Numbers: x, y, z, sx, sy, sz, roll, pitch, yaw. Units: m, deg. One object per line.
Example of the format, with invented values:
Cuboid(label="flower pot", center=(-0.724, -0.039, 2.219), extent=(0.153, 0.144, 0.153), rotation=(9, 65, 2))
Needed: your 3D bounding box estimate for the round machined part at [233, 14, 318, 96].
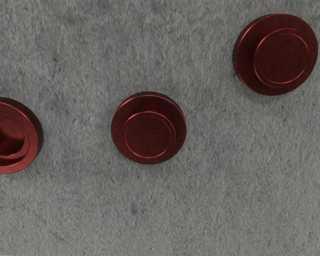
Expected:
Cuboid(label="round machined part", center=(0.141, -0.085, 0.371), extent=(0.099, 0.042, 0.097), rotation=(0, 110, -1))

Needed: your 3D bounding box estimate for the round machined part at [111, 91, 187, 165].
Cuboid(label="round machined part", center=(-0.014, 0.005, 0.402), extent=(0.099, 0.042, 0.097), rotation=(0, 110, -1))

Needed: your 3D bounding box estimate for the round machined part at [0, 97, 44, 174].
Cuboid(label="round machined part", center=(-0.200, 0.007, 0.400), extent=(0.099, 0.042, 0.097), rotation=(0, 110, -1))
